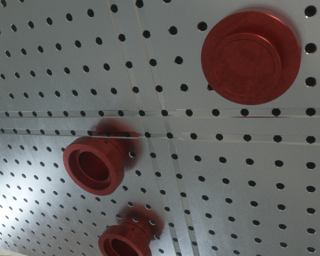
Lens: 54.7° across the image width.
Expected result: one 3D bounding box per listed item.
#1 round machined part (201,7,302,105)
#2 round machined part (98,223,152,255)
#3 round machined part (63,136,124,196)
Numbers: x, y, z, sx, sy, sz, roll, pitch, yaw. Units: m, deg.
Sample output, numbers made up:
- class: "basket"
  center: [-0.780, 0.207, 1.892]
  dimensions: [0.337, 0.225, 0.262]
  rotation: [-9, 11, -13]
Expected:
- class: "round machined part"
  center: [0.088, -0.067, 0.312]
  dimensions: [0.098, 0.042, 0.097]
  rotation: [13, 124, 20]
- class: "round machined part"
  center: [-0.059, 0.212, 0.560]
  dimensions: [0.098, 0.042, 0.097]
  rotation: [13, 124, 20]
- class: "round machined part"
  center: [-0.098, 0.054, 0.484]
  dimensions: [0.098, 0.042, 0.097]
  rotation: [13, 124, 20]
